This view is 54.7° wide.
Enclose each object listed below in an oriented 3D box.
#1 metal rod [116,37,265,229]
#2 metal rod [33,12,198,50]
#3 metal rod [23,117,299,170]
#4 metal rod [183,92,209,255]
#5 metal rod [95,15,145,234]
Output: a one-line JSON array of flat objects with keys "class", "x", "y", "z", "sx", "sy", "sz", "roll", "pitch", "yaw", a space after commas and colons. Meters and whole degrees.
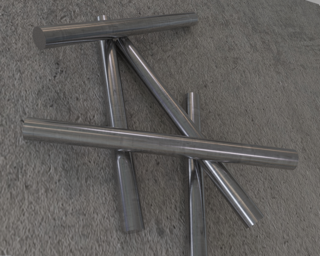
[{"class": "metal rod", "x": 0.025, "y": -0.009, "z": 0.397, "sx": 0.025, "sy": 0.025, "sz": 0.299, "roll": -20, "pitch": 65, "yaw": -36}, {"class": "metal rod", "x": -0.038, "y": -0.146, "z": 0.446, "sx": 0.302, "sy": 0.025, "sz": 0.025, "roll": -27, "pitch": 77, "yaw": -45}, {"class": "metal rod", "x": 0.007, "y": 0.019, "z": 0.347, "sx": 0.302, "sy": 0.025, "sz": 0.025, "roll": 7, "pitch": 57, "yaw": -7}, {"class": "metal rod", "x": 0.042, "y": 0.082, "z": 0.375, "sx": 0.025, "sy": 0.025, "sz": 0.300, "roll": 15, "pitch": 56, "yaw": -20}, {"class": "metal rod", "x": -0.055, "y": -0.024, "z": 0.388, "sx": 0.025, "sy": 0.025, "sz": 0.299, "roll": 3, "pitch": 61, "yaw": -27}]
